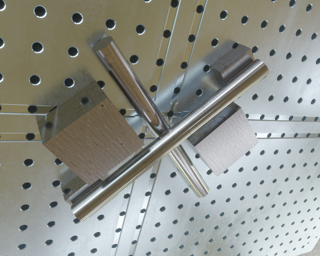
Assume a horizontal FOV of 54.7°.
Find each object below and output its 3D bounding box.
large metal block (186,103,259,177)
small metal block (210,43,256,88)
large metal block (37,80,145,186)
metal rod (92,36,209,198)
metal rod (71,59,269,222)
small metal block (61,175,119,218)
[{"bbox_3d":[0.085,0.011,0.448,0.080,0.050,0.080,-40,129,-1],"label":"large metal block"},{"bbox_3d":[0.103,-0.077,0.420,0.050,0.025,0.050,-38,129,-3],"label":"small metal block"},{"bbox_3d":[-0.078,0.006,0.356,0.080,0.050,0.080,-37,129,-3],"label":"large metal block"},{"bbox_3d":[0.005,0.008,0.417,0.025,0.025,0.300,-37,129,-4],"label":"metal rod"},{"bbox_3d":[0.014,0.014,0.395,0.301,0.025,0.025,-38,129,-2],"label":"metal rod"},{"bbox_3d":[-0.093,0.085,0.413,0.050,0.025,0.050,-39,129,-2],"label":"small metal block"}]
